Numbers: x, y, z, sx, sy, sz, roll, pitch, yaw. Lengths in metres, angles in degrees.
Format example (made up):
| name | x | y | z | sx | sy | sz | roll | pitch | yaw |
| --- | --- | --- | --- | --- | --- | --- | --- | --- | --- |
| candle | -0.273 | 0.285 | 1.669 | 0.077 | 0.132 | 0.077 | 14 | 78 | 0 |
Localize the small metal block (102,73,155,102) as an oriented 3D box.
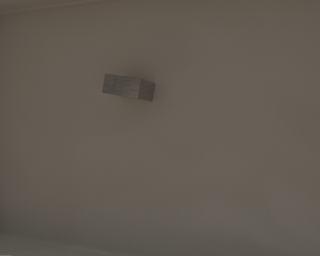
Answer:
| name | x | y | z | sx | sy | sz | roll | pitch | yaw |
| --- | --- | --- | --- | --- | --- | --- | --- | --- | --- |
| small metal block | -0.040 | -0.053 | 0.410 | 0.050 | 0.050 | 0.025 | 11 | 94 | 19 |
